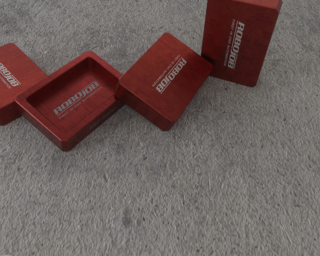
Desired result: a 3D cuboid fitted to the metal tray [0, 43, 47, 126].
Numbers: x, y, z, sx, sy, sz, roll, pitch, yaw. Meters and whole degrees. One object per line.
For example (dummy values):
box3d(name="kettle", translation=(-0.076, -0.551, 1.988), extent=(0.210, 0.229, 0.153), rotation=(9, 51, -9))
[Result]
box3d(name="metal tray", translation=(-0.226, -0.069, 0.457), extent=(0.091, 0.030, 0.130), rotation=(-35, 58, -26))

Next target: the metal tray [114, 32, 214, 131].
box3d(name="metal tray", translation=(0.009, -0.069, 0.436), extent=(0.090, 0.030, 0.130), rotation=(36, 56, -1))

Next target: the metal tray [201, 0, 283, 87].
box3d(name="metal tray", translation=(0.109, -0.125, 0.441), extent=(0.090, 0.129, 0.030), rotation=(18, 53, 15))

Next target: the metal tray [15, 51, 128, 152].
box3d(name="metal tray", translation=(-0.110, -0.041, 0.419), extent=(0.090, 0.030, 0.131), rotation=(39, 59, 11))
